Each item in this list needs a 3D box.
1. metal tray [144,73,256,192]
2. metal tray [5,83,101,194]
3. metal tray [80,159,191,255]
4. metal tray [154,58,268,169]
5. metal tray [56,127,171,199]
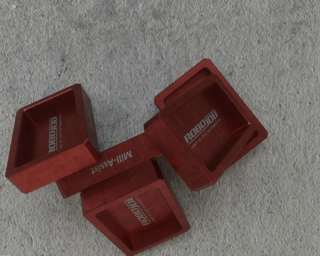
[{"bbox_3d":[0.052,-0.001,0.356,0.090,0.030,0.131,52,45,-1],"label":"metal tray"},{"bbox_3d":[-0.124,0.005,0.362,0.090,0.130,0.030,-24,129,-1],"label":"metal tray"},{"bbox_3d":[-0.023,0.100,0.367,0.090,0.030,0.130,-25,135,0],"label":"metal tray"},{"bbox_3d":[0.065,-0.014,0.409,0.090,0.030,0.130,-38,91,-1],"label":"metal tray"},{"bbox_3d":[-0.052,0.037,0.378,0.131,0.090,0.030,-25,90,0],"label":"metal tray"}]
